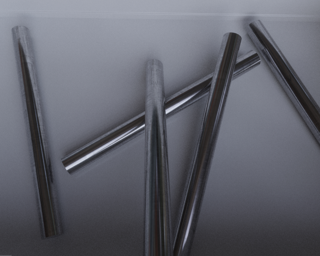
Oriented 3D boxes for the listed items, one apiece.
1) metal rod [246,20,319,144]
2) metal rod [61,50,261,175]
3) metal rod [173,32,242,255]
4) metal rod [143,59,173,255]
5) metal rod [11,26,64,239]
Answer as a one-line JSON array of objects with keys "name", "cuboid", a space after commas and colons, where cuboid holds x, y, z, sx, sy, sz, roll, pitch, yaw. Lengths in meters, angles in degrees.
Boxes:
[{"name": "metal rod", "cuboid": [0.202, -0.026, 0.421, 0.025, 0.025, 0.299, -23, 72, -8]}, {"name": "metal rod", "cuboid": [0.009, -0.026, 0.419, 0.301, 0.025, 0.025, -31, 73, -11]}, {"name": "metal rod", "cuboid": [0.059, 0.017, 0.387, 0.025, 0.025, 0.299, 15, 77, 5]}, {"name": "metal rod", "cuboid": [-0.004, 0.019, 0.339, 0.025, 0.025, 0.300, -1, 46, -1]}, {"name": "metal rod", "cuboid": [-0.166, -0.008, 0.410, 0.025, 0.025, 0.299, -15, 71, -6]}]
